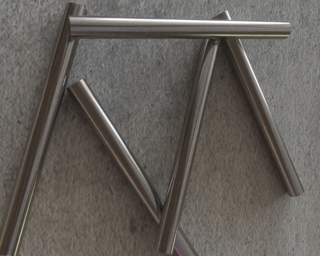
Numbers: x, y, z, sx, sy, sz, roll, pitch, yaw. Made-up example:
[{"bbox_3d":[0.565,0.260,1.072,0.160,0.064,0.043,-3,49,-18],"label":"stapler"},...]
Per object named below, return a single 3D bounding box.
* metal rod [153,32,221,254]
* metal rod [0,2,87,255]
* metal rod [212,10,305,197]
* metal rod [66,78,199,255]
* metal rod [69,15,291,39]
[{"bbox_3d":[0.040,0.009,0.409,0.025,0.025,0.299,18,78,-20],"label":"metal rod"},{"bbox_3d":[-0.136,0.000,0.359,0.025,0.025,0.299,16,85,-20],"label":"metal rod"},{"bbox_3d":[0.151,-0.030,0.466,0.025,0.025,0.299,-30,100,-18],"label":"metal rod"},{"bbox_3d":[-0.025,0.072,0.400,0.025,0.025,0.299,-35,102,-17],"label":"metal rod"},{"bbox_3d":[0.040,-0.127,0.397,0.303,0.025,0.025,-6,92,-20],"label":"metal rod"}]
